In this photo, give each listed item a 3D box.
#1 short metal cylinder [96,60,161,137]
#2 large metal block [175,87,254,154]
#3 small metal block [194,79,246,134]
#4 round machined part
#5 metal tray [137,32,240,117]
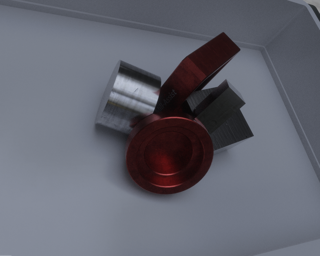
[{"bbox_3d":[-0.039,-0.034,0.369,0.050,0.080,0.080,21,54,-17],"label":"short metal cylinder"},{"bbox_3d":[0.066,-0.006,0.419,0.081,0.050,0.080,-15,74,-34],"label":"large metal block"},{"bbox_3d":[0.067,-0.026,0.354,0.025,0.050,0.050,44,19,-7],"label":"small metal block"},{"bbox_3d":[0.009,0.025,0.360,0.099,0.097,0.042,19,19,-18],"label":"round machined part"},{"bbox_3d":[0.032,-0.053,0.387,0.030,0.129,0.091,47,51,3],"label":"metal tray"}]
